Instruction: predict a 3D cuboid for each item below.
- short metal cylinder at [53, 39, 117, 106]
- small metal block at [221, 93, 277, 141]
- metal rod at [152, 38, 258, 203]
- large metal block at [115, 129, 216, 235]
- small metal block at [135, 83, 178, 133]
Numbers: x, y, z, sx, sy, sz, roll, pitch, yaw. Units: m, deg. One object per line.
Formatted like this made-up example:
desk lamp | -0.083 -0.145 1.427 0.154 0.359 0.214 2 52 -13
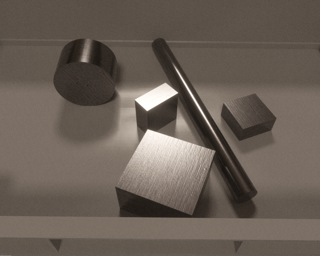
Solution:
short metal cylinder | -0.102 -0.076 0.432 0.081 0.080 0.050 -1 50 -1
small metal block | 0.119 -0.015 0.420 0.050 0.025 0.050 -17 52 -14
metal rod | 0.047 -0.033 0.432 0.025 0.025 0.299 -15 52 -12
large metal block | 0.008 0.057 0.341 0.080 0.050 0.080 18 52 14
small metal block | -0.004 -0.024 0.409 0.050 0.050 0.025 -32 57 -24
